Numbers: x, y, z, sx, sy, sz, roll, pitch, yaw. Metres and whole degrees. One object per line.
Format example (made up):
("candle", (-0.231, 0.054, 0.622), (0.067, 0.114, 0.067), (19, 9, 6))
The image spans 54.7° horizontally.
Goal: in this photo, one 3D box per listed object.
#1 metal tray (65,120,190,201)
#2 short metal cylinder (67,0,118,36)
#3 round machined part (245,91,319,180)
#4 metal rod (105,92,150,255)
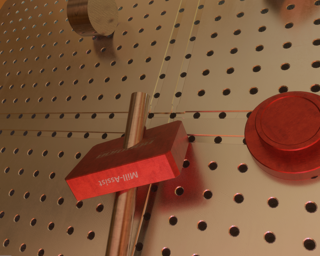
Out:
("metal tray", (-0.035, 0.037, 0.370), (0.130, 0.030, 0.090), (-16, 19, 18))
("short metal cylinder", (-0.121, -0.209, 0.565), (0.050, 0.080, 0.080), (7, 65, 31))
("round machined part", (0.138, 0.001, 0.324), (0.098, 0.042, 0.098), (-13, 56, 21))
("metal rod", (-0.041, 0.098, 0.346), (0.025, 0.025, 0.299), (-4, 67, 26))
